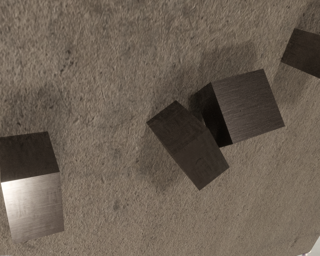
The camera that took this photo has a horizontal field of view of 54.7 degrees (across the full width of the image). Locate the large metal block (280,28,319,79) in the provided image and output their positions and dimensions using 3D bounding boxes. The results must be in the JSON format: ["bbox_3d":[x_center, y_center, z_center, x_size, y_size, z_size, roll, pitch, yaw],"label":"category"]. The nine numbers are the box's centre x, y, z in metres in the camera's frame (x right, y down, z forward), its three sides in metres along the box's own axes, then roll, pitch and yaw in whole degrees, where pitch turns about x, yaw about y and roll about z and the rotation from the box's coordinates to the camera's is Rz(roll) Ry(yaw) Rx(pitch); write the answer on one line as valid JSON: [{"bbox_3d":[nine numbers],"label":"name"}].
[{"bbox_3d":[0.238,-0.101,0.442,0.081,0.080,0.050,1,118,-29],"label":"large metal block"}]

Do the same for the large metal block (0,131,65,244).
[{"bbox_3d":[-0.139,0.061,0.334,0.050,0.080,0.079,-8,122,-25],"label":"large metal block"}]

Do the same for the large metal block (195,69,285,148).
[{"bbox_3d":[0.103,-0.024,0.408,0.081,0.050,0.080,-16,84,-20],"label":"large metal block"}]

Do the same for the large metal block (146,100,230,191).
[{"bbox_3d":[0.036,0.022,0.406,0.050,0.080,0.080,-38,130,-3],"label":"large metal block"}]
